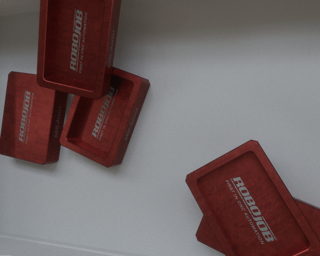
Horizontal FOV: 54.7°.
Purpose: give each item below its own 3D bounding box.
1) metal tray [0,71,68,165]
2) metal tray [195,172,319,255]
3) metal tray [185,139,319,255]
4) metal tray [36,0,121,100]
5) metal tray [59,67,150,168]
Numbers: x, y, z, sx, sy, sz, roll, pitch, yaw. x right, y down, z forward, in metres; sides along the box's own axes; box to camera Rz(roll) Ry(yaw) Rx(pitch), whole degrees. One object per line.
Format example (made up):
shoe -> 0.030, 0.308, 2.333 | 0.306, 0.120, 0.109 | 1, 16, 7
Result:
metal tray -> -0.194, -0.016, 0.474 | 0.090, 0.030, 0.129 | 10, 93, 19
metal tray -> 0.119, 0.115, 0.361 | 0.130, 0.030, 0.090 | 22, 90, 18
metal tray -> 0.098, 0.089, 0.337 | 0.090, 0.030, 0.130 | -31, 76, 12
metal tray -> -0.104, -0.109, 0.392 | 0.090, 0.030, 0.129 | 14, 110, 7
metal tray -> -0.079, -0.021, 0.434 | 0.090, 0.030, 0.129 | 23, 97, 18
